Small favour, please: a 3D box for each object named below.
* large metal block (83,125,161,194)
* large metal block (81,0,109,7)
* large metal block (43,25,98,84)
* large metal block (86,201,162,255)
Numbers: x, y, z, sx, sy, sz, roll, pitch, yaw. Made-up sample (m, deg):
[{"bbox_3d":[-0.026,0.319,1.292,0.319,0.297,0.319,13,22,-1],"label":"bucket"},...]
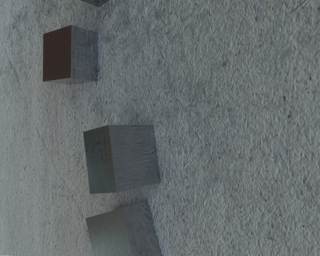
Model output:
[{"bbox_3d":[-0.049,0.040,0.410,0.050,0.081,0.080,-13,82,39],"label":"large metal block"},{"bbox_3d":[-0.091,-0.243,0.464,0.080,0.050,0.080,-14,81,39],"label":"large metal block"},{"bbox_3d":[-0.149,-0.117,0.512,0.080,0.050,0.080,1,91,40],"label":"large metal block"},{"bbox_3d":[-0.051,0.154,0.431,0.080,0.050,0.080,-25,74,37],"label":"large metal block"}]
